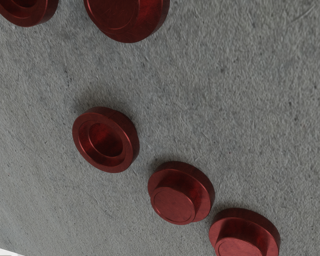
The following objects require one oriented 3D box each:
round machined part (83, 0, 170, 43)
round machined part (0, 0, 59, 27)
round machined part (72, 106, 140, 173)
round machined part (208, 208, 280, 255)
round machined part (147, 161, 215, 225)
[{"bbox_3d":[-0.043,-0.139,0.332,0.098,0.042,0.097,13,124,21],"label":"round machined part"},{"bbox_3d":[-0.160,-0.175,0.372,0.098,0.042,0.097,13,124,21],"label":"round machined part"},{"bbox_3d":[-0.072,0.013,0.442,0.098,0.042,0.097,13,124,21],"label":"round machined part"},{"bbox_3d":[0.115,0.164,0.437,0.098,0.042,0.097,13,124,21],"label":"round machined part"},{"bbox_3d":[0.025,0.099,0.444,0.098,0.042,0.097,13,124,21],"label":"round machined part"}]
